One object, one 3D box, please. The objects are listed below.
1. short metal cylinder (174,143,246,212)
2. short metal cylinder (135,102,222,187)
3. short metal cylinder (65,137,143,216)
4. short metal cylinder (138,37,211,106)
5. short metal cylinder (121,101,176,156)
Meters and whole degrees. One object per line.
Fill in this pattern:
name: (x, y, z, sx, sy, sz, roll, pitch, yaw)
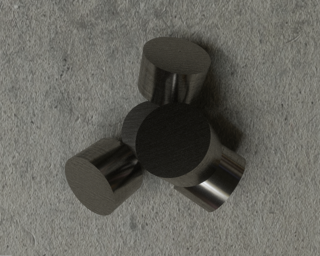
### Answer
short metal cylinder: (0.061, 0.056, 0.384, 0.050, 0.080, 0.080, 35, 90, 0)
short metal cylinder: (0.021, 0.019, 0.332, 0.080, 0.050, 0.080, -8, 67, 21)
short metal cylinder: (-0.068, 0.058, 0.377, 0.080, 0.050, 0.079, 19, 125, 29)
short metal cylinder: (0.016, -0.068, 0.377, 0.080, 0.080, 0.050, 14, 133, 0)
short metal cylinder: (-0.006, 0.006, 0.398, 0.081, 0.050, 0.080, 0, 90, -1)
